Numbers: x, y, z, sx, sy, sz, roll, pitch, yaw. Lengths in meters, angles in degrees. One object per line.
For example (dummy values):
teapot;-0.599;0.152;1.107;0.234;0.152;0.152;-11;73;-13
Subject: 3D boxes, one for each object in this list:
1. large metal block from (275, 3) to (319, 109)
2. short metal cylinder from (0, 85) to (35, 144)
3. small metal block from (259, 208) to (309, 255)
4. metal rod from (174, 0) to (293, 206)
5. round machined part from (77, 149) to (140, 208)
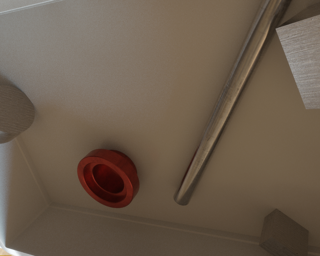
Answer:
large metal block;0.155;-0.064;0.251;0.080;0.050;0.080;1;123;59
short metal cylinder;-0.249;-0.021;0.488;0.050;0.080;0.080;-25;105;37
small metal block;0.159;0.141;0.395;0.050;0.050;0.025;35;129;4
metal rod;0.070;-0.009;0.365;0.025;0.025;0.298;27;128;11
round machined part;-0.075;0.073;0.480;0.098;0.042;0.097;13;124;20
